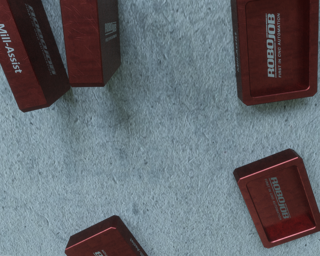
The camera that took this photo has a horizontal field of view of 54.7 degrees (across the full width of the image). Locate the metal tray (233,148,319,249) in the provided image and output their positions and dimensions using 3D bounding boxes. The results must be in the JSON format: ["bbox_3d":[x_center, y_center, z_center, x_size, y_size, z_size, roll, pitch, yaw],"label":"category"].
[{"bbox_3d":[0.171,0.104,0.446,0.090,0.030,0.129,-23,109,8],"label":"metal tray"}]

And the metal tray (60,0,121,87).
[{"bbox_3d":[-0.065,-0.099,0.316,0.030,0.130,0.089,-1,110,0],"label":"metal tray"}]

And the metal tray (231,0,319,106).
[{"bbox_3d":[0.138,-0.098,0.372,0.091,0.030,0.129,-8,110,3],"label":"metal tray"}]

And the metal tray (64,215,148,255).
[{"bbox_3d":[-0.072,0.208,0.483,0.090,0.030,0.130,-28,108,9],"label":"metal tray"}]

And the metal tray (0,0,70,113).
[{"bbox_3d":[-0.144,-0.092,0.339,0.030,0.090,0.129,-13,110,5],"label":"metal tray"}]
